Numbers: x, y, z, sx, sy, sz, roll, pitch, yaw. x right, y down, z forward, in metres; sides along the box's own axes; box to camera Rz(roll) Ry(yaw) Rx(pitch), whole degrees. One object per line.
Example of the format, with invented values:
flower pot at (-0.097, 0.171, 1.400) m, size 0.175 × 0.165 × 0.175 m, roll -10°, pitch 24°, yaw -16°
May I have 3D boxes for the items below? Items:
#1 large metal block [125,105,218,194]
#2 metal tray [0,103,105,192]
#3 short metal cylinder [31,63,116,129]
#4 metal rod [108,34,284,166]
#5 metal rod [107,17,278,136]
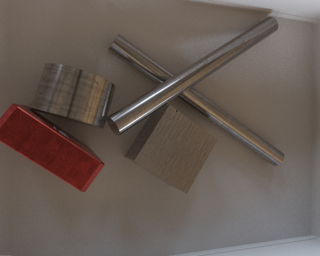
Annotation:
large metal block at (0.014, 0.026, 0.404) m, size 0.080 × 0.050 × 0.080 m, roll 35°, pitch 79°, yaw -17°
metal tray at (-0.110, 0.015, 0.314) m, size 0.090 × 0.130 × 0.030 m, roll 37°, pitch 81°, yaw -17°
short metal cylinder at (-0.095, -0.034, 0.347) m, size 0.081 × 0.080 × 0.050 m, roll 17°, pitch 84°, yaw -20°
metal rod at (0.062, -0.030, 0.434) m, size 0.301 × 0.025 × 0.025 m, roll 33°, pitch 79°, yaw -18°
metal rod at (0.059, -0.080, 0.411) m, size 0.302 × 0.025 × 0.025 m, roll -35°, pitch 102°, yaw -25°
